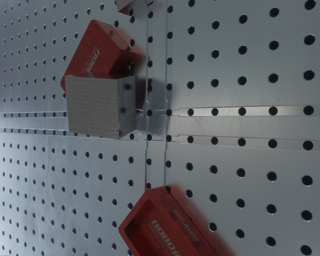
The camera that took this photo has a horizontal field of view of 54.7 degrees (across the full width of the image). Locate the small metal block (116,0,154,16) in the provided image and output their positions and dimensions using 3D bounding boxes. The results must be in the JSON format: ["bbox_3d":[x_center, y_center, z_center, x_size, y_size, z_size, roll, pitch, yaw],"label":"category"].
[{"bbox_3d":[-0.038,-0.197,0.441,0.050,0.025,0.050,-19,78,38],"label":"small metal block"}]

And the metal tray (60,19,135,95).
[{"bbox_3d":[-0.103,-0.091,0.491,0.090,0.030,0.129,51,120,28],"label":"metal tray"}]

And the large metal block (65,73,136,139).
[{"bbox_3d":[-0.082,-0.034,0.435,0.080,0.050,0.079,7,108,21],"label":"large metal block"}]

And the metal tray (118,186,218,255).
[{"bbox_3d":[0.009,0.152,0.398,0.130,0.030,0.089,49,119,28],"label":"metal tray"}]
